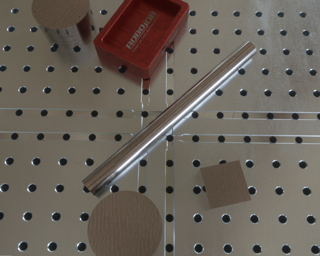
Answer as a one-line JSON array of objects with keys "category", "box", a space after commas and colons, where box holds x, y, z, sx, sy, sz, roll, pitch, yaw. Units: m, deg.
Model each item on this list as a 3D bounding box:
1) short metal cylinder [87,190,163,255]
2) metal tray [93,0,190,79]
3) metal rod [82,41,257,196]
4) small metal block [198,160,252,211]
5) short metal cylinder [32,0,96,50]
[{"category": "short metal cylinder", "box": [-0.037, 0.116, 0.356, 0.081, 0.050, 0.080, 0, 70, 0]}, {"category": "metal tray", "box": [-0.025, -0.147, 0.462, 0.090, 0.030, 0.130, 28, 72, 9]}, {"category": "metal rod", "box": [0.022, -0.021, 0.419, 0.301, 0.025, 0.025, -41, 75, -14]}, {"category": "small metal block", "box": [0.079, 0.072, 0.386, 0.050, 0.025, 0.050, -11, 70, -4]}, {"category": "short metal cylinder", "box": [-0.139, -0.163, 0.457, 0.081, 0.050, 0.080, 0, 70, 0]}]
